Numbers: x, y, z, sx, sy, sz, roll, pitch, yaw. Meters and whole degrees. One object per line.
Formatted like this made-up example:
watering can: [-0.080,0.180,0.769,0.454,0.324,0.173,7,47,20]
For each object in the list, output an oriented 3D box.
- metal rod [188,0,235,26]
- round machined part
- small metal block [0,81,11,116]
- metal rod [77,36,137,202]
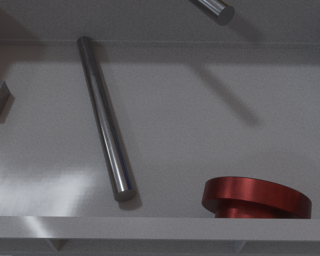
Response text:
metal rod: [0.002,-0.231,0.446,0.025,0.025,0.300,-24,54,-19]
round machined part: [0.087,0.083,0.292,0.098,0.098,0.042,12,66,9]
small metal block: [-0.248,-0.041,0.436,0.050,0.025,0.050,1,50,0]
metal rod: [-0.083,-0.035,0.433,0.025,0.025,0.299,-13,51,-11]
